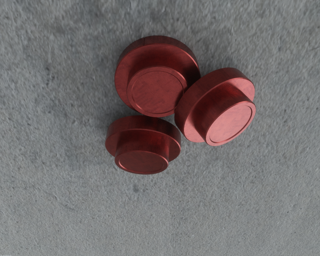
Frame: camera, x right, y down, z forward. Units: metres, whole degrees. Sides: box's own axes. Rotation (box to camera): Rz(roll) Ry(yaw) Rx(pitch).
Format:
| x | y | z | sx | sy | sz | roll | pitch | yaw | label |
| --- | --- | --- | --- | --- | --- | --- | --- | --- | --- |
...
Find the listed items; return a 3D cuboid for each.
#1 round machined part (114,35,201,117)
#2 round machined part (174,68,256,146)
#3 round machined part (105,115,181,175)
| x | y | z | sx | sy | sz | roll | pitch | yaw | label |
| --- | --- | --- | --- | --- | --- | --- | --- | --- | --- |
| -0.003 | -0.051 | 0.353 | 0.099 | 0.042 | 0.097 | -1 | 130 | 0 | round machined part |
| 0.069 | -0.017 | 0.355 | 0.099 | 0.042 | 0.097 | -22 | 144 | -17 | round machined part |
| -0.022 | 0.028 | 0.402 | 0.099 | 0.042 | 0.098 | 3 | 147 | 2 | round machined part |
